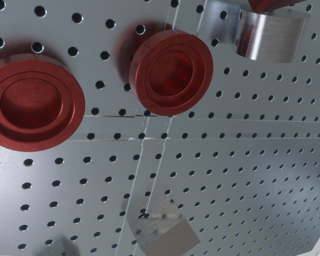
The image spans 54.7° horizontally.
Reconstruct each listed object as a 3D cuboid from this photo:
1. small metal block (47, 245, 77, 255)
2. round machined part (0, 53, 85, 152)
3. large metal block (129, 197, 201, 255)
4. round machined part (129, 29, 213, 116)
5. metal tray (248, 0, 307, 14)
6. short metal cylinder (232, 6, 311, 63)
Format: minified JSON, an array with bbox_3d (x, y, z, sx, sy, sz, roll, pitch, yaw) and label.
[{"bbox_3d":[-0.149,0.208,0.459,0.050,0.025,0.050,-33,129,-7],"label":"small metal block"},{"bbox_3d":[-0.129,-0.028,0.312,0.099,0.042,0.097,-14,124,-21],"label":"round machined part"},{"bbox_3d":[0.010,0.174,0.508,0.080,0.050,0.080,-34,129,-6],"label":"large metal block"},{"bbox_3d":[0.010,-0.067,0.364,0.099,0.042,0.097,-14,124,-21],"label":"round machined part"},{"bbox_3d":[0.147,-0.186,0.340,0.131,0.030,0.090,-21,87,-16],"label":"metal tray"},{"bbox_3d":[0.133,-0.116,0.376,0.081,0.080,0.050,-10,123,-23],"label":"short metal cylinder"}]
